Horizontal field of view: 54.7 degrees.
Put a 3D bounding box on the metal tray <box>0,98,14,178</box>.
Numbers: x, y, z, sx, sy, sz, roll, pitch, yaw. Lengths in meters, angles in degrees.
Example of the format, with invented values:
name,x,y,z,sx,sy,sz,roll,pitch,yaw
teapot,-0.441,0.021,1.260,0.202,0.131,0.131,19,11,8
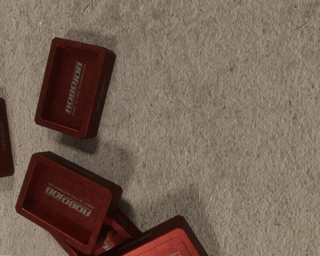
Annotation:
name,x,y,z,sx,sy,sz,roll,pitch,yaw
metal tray,-0.293,0.020,0.507,0.090,0.030,0.129,-10,87,19

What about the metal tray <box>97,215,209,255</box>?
name,x,y,z,sx,sy,sz,roll,pitch,yaw
metal tray,-0.007,0.177,0.384,0.130,0.030,0.090,-30,100,9

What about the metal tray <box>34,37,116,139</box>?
name,x,y,z,sx,sy,sz,roll,pitch,yaw
metal tray,-0.124,-0.057,0.448,0.090,0.030,0.129,16,95,18

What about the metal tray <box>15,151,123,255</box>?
name,x,y,z,sx,sy,sz,roll,pitch,yaw
metal tray,-0.124,0.096,0.416,0.130,0.030,0.089,22,97,18

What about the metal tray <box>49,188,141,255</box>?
name,x,y,z,sx,sy,sz,roll,pitch,yaw
metal tray,-0.091,0.149,0.436,0.130,0.030,0.090,42,103,15
